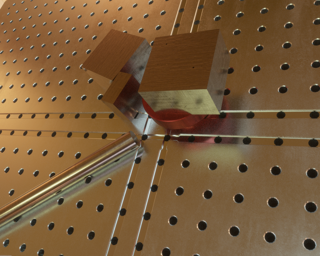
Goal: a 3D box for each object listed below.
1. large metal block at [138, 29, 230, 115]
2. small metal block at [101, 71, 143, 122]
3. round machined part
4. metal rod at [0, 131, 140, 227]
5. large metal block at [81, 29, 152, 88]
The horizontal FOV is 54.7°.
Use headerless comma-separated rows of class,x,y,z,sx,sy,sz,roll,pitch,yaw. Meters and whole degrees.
large metal block,0.031,-0.063,0.361,0.080,0.050,0.080,1,62,28
small metal block,-0.050,-0.044,0.446,0.025,0.050,0.050,20,72,35
round machined part,0.030,-0.041,0.407,0.098,0.042,0.098,-13,56,21
metal rod,-0.162,0.089,0.438,0.300,0.025,0.025,-30,52,8
large metal block,-0.062,-0.102,0.487,0.080,0.050,0.080,27,77,37
